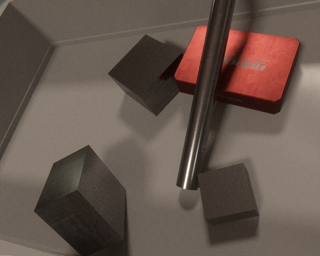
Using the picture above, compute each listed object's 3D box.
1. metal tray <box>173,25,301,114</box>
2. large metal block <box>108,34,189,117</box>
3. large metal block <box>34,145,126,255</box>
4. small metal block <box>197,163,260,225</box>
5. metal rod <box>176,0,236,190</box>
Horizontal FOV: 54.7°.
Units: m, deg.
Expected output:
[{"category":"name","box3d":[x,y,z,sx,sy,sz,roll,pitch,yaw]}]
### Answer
[{"category":"metal tray","box3d":[0.094,-0.076,0.385,0.130,0.030,0.090,17,70,23]},{"category":"large metal block","box3d":[-0.013,-0.076,0.442,0.080,0.050,0.080,-48,51,-5]},{"category":"large metal block","box3d":[-0.082,0.080,0.346,0.050,0.080,0.080,-28,27,11]},{"category":"small metal block","box3d":[0.071,0.070,0.325,0.050,0.025,0.050,-18,55,17]},{"category":"metal rod","box3d":[0.059,-0.080,0.346,0.025,0.025,0.298,12,92,33]}]
